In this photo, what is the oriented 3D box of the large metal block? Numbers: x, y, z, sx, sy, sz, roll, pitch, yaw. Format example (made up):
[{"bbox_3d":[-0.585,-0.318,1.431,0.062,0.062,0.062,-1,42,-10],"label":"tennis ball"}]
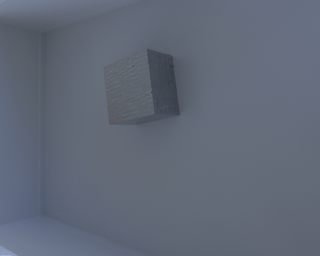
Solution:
[{"bbox_3d":[-0.026,-0.050,0.410,0.080,0.050,0.080,-11,83,39],"label":"large metal block"}]
